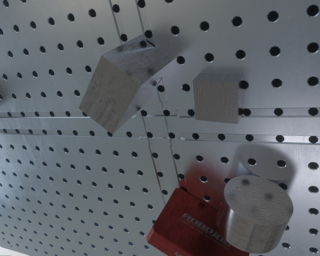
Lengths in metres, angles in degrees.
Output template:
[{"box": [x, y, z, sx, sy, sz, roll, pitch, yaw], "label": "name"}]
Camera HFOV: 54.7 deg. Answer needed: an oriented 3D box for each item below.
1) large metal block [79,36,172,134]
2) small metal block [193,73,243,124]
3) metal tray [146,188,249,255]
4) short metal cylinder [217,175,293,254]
[{"box": [-0.040, -0.052, 0.365, 0.050, 0.080, 0.080, 38, 129, 3], "label": "large metal block"}, {"box": [0.067, -0.035, 0.354, 0.050, 0.025, 0.050, 7, 122, 24], "label": "small metal block"}, {"box": [0.058, 0.152, 0.432, 0.130, 0.090, 0.030, 30, 128, 8], "label": "metal tray"}, {"box": [0.114, 0.104, 0.380, 0.080, 0.080, 0.050, 18, 125, 18], "label": "short metal cylinder"}]
